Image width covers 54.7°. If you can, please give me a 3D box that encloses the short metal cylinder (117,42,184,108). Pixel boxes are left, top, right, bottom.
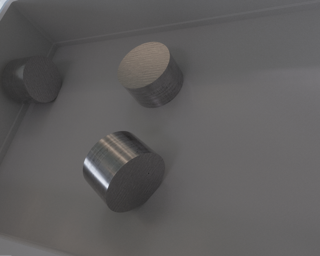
[{"bbox_3d":[-0.013,-0.075,0.443,0.080,0.050,0.080,-13,56,21],"label":"short metal cylinder"}]

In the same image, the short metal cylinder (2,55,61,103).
[{"bbox_3d":[-0.220,-0.083,0.537,0.050,0.080,0.080,-1,62,28],"label":"short metal cylinder"}]

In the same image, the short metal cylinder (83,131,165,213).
[{"bbox_3d":[-0.041,0.050,0.361,0.080,0.080,0.050,-49,51,-6],"label":"short metal cylinder"}]
